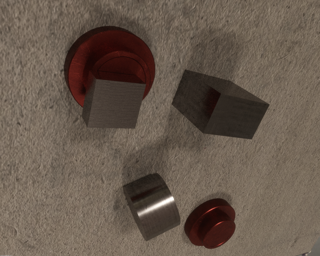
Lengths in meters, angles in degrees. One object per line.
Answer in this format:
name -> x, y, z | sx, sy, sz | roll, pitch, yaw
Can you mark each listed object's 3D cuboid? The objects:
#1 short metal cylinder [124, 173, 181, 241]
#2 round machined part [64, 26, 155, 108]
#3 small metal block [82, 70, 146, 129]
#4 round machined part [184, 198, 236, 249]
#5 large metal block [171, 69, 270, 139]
short metal cylinder -> -0.013, 0.109, 0.434 | 0.050, 0.080, 0.080 | -22, 127, -16
round machined part -> -0.049, -0.056, 0.335 | 0.099, 0.042, 0.097 | -14, 125, -21
small metal block -> -0.047, -0.028, 0.311 | 0.050, 0.025, 0.050 | 1, 117, -30
round machined part -> 0.097, 0.180, 0.563 | 0.099, 0.042, 0.097 | -14, 125, -21
large metal block -> 0.075, -0.030, 0.395 | 0.081, 0.080, 0.050 | 7, 115, -32
